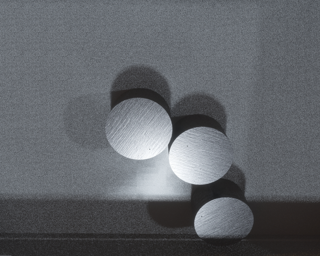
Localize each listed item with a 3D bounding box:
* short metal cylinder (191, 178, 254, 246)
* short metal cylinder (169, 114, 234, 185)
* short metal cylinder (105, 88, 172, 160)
[{"bbox_3d":[0.087,0.120,0.443,0.081,0.050,0.079,0,110,-1],"label":"short metal cylinder"},{"bbox_3d":[0.051,0.027,0.409,0.081,0.050,0.079,0,110,-1],"label":"short metal cylinder"},{"bbox_3d":[-0.025,-0.006,0.395,0.081,0.050,0.079,0,110,-1],"label":"short metal cylinder"}]
